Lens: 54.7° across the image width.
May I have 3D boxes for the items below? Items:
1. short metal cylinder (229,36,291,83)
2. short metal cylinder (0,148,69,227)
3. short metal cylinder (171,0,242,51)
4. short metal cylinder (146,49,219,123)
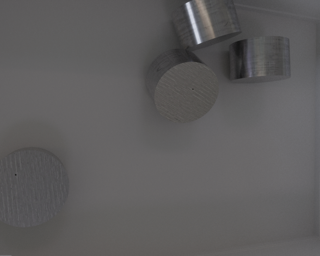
[{"bbox_3d":[0.138,-0.092,0.432,0.081,0.080,0.050,-3,91,-20],"label":"short metal cylinder"},{"bbox_3d":[-0.145,0.063,0.344,0.081,0.050,0.080,0,90,-20],"label":"short metal cylinder"},{"bbox_3d":[0.060,-0.136,0.403,0.081,0.080,0.050,-20,97,-19],"label":"short metal cylinder"},{"bbox_3d":[0.026,-0.053,0.389,0.081,0.050,0.079,-8,122,-12],"label":"short metal cylinder"}]
